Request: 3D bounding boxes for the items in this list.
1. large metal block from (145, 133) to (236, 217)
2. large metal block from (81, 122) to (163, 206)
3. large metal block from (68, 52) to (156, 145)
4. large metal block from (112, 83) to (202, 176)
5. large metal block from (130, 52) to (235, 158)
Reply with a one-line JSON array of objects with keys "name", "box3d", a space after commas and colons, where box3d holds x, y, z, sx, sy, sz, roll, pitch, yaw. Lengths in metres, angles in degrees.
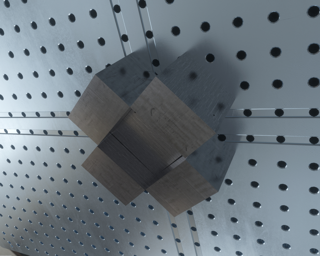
[{"name": "large metal block", "box3d": [0.039, 0.053, 0.390, 0.050, 0.080, 0.080, 45, 129, -3]}, {"name": "large metal block", "box3d": [-0.045, 0.044, 0.427, 0.080, 0.080, 0.050, 43, 129, -2]}, {"name": "large metal block", "box3d": [-0.055, -0.037, 0.383, 0.050, 0.080, 0.080, 44, 129, -2]}, {"name": "large metal block", "box3d": [-0.001, 0.002, 0.396, 0.080, 0.050, 0.080, 45, 131, -1]}, {"name": "large metal block", "box3d": [0.028, -0.028, 0.344, 0.080, 0.080, 0.050, 43, 129, -2]}]
